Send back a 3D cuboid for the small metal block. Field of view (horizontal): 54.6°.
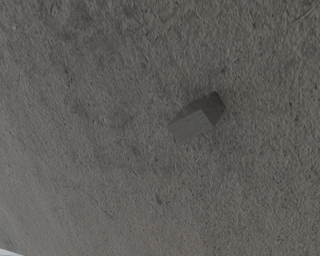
[{"bbox_3d":[0.043,-0.013,0.360,0.050,0.050,0.025,-27,104,37],"label":"small metal block"}]
